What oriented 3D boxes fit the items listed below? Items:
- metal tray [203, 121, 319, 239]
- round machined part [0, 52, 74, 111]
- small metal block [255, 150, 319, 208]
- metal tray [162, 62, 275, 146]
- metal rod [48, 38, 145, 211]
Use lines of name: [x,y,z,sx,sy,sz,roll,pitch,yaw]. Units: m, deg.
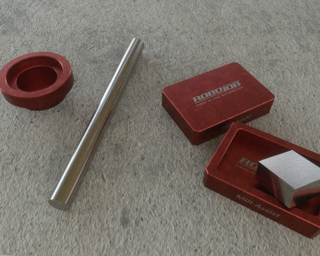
metal tray: [0.127,0.053,0.356,0.130,0.030,0.090,24,54,19]
round machined part: [-0.173,-0.063,0.443,0.099,0.042,0.098,0,50,0]
small metal block: [0.140,0.053,0.330,0.050,0.025,0.050,-14,33,-23]
metal tray: [0.080,-0.038,0.433,0.131,0.030,0.090,-23,54,-18]
metal rod: [-0.073,-0.029,0.426,0.025,0.025,0.300,11,51,8]
